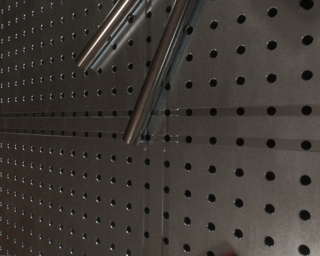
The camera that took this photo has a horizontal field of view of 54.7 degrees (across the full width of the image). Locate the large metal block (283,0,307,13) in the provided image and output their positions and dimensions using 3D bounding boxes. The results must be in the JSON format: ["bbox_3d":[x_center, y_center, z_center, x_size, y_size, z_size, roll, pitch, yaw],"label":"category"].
[{"bbox_3d":[0.125,-0.172,0.289,0.080,0.050,0.080,-48,62,29],"label":"large metal block"}]

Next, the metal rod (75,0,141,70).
[{"bbox_3d":[-0.034,-0.192,0.435,0.299,0.025,0.025,-42,65,31],"label":"metal rod"}]

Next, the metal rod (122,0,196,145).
[{"bbox_3d":[0.013,-0.113,0.396,0.025,0.025,0.298,35,111,34],"label":"metal rod"}]
